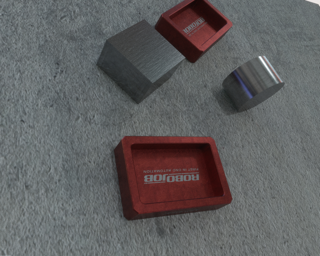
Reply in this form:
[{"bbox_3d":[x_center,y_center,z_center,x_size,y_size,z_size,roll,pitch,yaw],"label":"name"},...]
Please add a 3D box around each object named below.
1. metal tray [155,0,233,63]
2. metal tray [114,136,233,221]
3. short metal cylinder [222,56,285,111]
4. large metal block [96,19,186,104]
[{"bbox_3d":[0.062,-0.179,0.542,0.090,0.030,0.131,43,51,1],"label":"metal tray"},{"bbox_3d":[0.017,0.056,0.374,0.131,0.030,0.090,1,61,-28],"label":"metal tray"},{"bbox_3d":[0.146,-0.068,0.489,0.081,0.080,0.050,-18,71,-35],"label":"short metal cylinder"},{"bbox_3d":[-0.026,-0.093,0.431,0.080,0.050,0.080,44,51,2],"label":"large metal block"}]
